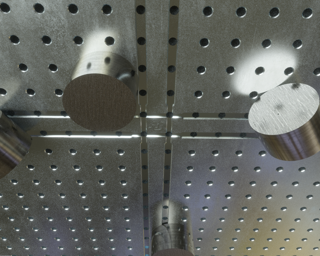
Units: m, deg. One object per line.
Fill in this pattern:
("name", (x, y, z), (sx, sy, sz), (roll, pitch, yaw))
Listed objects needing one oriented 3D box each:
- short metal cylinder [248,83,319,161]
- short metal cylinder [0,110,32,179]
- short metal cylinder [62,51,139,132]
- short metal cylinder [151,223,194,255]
("short metal cylinder", (0.154, -0.008, 0.371), (0.080, 0.080, 0.050), (-27, 125, 21))
("short metal cylinder", (-0.213, 0.023, 0.393), (0.080, 0.080, 0.050), (-24, 126, 19))
("short metal cylinder", (-0.066, -0.041, 0.359), (0.081, 0.050, 0.079), (0, 130, 0))
("short metal cylinder", (0.024, 0.225, 0.587), (0.081, 0.050, 0.079), (0, 130, 0))
